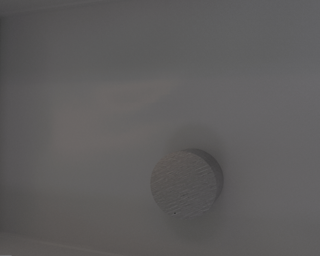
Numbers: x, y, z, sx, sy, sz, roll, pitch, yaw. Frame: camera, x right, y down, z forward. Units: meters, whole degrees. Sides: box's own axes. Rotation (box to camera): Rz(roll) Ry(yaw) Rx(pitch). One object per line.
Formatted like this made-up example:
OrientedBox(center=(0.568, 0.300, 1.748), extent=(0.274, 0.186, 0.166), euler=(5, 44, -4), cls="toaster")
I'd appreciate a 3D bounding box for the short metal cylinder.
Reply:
OrientedBox(center=(0.035, 0.067, 0.385), extent=(0.080, 0.050, 0.080), euler=(0, 90, 20), cls="short metal cylinder")
